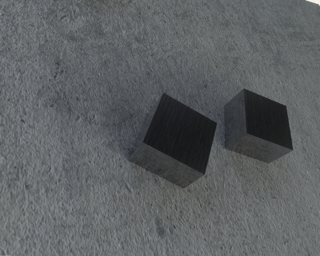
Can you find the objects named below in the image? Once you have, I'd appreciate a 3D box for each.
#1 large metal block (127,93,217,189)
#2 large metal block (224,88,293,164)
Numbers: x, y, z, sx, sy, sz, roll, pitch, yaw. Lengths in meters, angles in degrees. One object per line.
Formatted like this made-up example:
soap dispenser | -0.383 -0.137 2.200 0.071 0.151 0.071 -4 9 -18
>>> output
large metal block | 0.017 0.016 0.387 0.080 0.050 0.080 29 52 -10
large metal block | 0.146 -0.002 0.467 0.081 0.050 0.080 19 54 -17
